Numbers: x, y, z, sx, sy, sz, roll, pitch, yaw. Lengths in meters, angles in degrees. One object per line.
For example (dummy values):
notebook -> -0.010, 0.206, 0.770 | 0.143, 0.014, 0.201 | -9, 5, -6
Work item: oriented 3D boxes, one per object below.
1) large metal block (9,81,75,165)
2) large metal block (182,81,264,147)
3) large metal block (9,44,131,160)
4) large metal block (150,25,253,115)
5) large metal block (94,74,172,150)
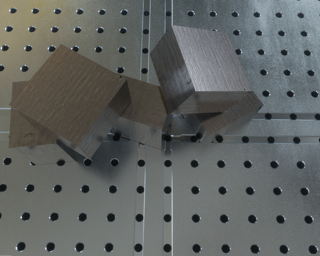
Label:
large metal block -> -0.141, -0.005, 0.382 | 0.050, 0.080, 0.080 | -6, 70, -2
large metal block -> 0.073, -0.034, 0.412 | 0.080, 0.050, 0.080 | -29, 73, -10
large metal block -> -0.088, -0.026, 0.321 | 0.080, 0.050, 0.080 | 29, 72, 10
large metal block -> 0.045, -0.063, 0.349 | 0.081, 0.050, 0.080 | -4, 67, -33
large metal block -> -0.028, -0.019, 0.388 | 0.080, 0.080, 0.050 | 18, 71, 6
